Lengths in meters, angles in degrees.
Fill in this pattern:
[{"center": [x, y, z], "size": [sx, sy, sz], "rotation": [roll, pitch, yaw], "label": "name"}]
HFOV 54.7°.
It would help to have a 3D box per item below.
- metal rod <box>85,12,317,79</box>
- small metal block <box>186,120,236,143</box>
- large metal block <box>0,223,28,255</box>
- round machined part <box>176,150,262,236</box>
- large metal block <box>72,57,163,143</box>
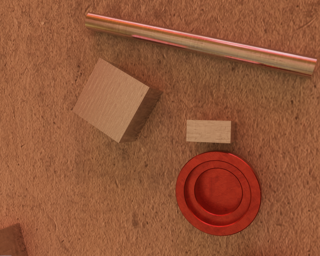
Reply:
[{"center": [0.036, -0.110, 0.395], "size": [0.301, 0.025, 0.025], "rotation": [18, 96, 19], "label": "metal rod"}, {"center": [0.063, 0.004, 0.373], "size": [0.050, 0.050, 0.025], "rotation": [2, 91, 20], "label": "small metal block"}, {"center": [-0.260, 0.204, 0.488], "size": [0.080, 0.050, 0.080], "rotation": [-20, 83, 19], "label": "large metal block"}, {"center": [0.072, 0.075, 0.374], "size": [0.098, 0.042, 0.097], "rotation": [0, 90, 20], "label": "round machined part"}, {"center": [-0.056, -0.036, 0.415], "size": [0.080, 0.050, 0.080], "rotation": [33, 101, 17], "label": "large metal block"}]
